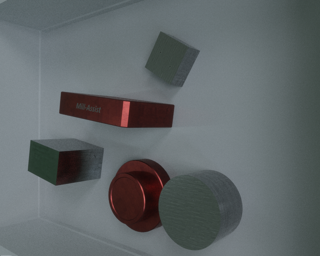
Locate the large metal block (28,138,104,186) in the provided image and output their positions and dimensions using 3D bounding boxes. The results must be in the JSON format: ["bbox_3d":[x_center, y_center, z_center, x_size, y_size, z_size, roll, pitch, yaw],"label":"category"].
[{"bbox_3d":[-0.149,0.050,0.491,0.080,0.081,0.050,13,99,39],"label":"large metal block"}]

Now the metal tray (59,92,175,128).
[{"bbox_3d":[-0.058,-0.025,0.410,0.130,0.091,0.030,11,97,39],"label":"metal tray"}]

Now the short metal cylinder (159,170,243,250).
[{"bbox_3d":[0.045,0.090,0.352,0.080,0.050,0.079,0,90,39],"label":"short metal cylinder"}]

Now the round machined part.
[{"bbox_3d":[-0.032,0.092,0.420,0.098,0.042,0.097,0,90,39],"label":"round machined part"}]

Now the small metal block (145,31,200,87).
[{"bbox_3d":[0.015,-0.087,0.393,0.050,0.025,0.050,39,114,32],"label":"small metal block"}]
